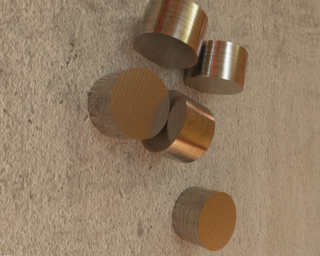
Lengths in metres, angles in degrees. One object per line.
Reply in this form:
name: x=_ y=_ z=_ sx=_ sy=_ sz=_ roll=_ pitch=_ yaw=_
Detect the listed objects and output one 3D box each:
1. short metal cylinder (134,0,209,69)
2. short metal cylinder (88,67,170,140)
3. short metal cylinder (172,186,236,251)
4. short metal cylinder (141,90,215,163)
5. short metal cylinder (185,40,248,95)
short metal cylinder: x=0.014 y=-0.115 z=0.380 sx=0.080 sy=0.080 sz=0.050 roll=27 pitch=73 yaw=-37
short metal cylinder: x=-0.035 y=-0.027 z=0.359 sx=0.081 sy=0.050 sz=0.080 roll=0 pitch=90 yaw=-40
short metal cylinder: x=0.064 y=0.127 z=0.442 sx=0.081 sy=0.050 sz=0.080 roll=0 pitch=90 yaw=-40
short metal cylinder: x=0.021 y=-0.001 z=0.386 sx=0.050 sy=0.080 sz=0.080 roll=25 pitch=75 yaw=-38
short metal cylinder: x=0.079 y=-0.082 z=0.435 sx=0.081 sy=0.080 sz=0.050 roll=16 pitch=80 yaw=-39
